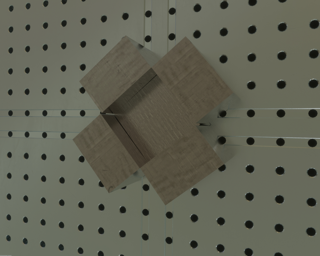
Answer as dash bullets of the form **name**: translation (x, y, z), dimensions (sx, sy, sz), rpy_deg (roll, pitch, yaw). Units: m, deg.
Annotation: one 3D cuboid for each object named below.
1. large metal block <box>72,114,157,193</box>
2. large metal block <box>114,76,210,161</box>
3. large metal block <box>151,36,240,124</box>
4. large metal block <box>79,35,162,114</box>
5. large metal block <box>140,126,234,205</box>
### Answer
- **large metal block**: translation (-0.051, 0.029, 0.402), dimensions (0.050, 0.080, 0.080), rpy_deg (-40, 78, 16)
- **large metal block**: translation (0.003, -0.011, 0.397), dimensions (0.080, 0.050, 0.080), rpy_deg (-40, 76, 17)
- **large metal block**: translation (0.046, -0.052, 0.368), dimensions (0.050, 0.080, 0.080), rpy_deg (-40, 78, 15)
- **large metal block**: translation (-0.040, -0.062, 0.398), dimensions (0.080, 0.080, 0.050), rpy_deg (-40, 77, 16)
- **large metal block**: translation (0.036, 0.041, 0.372), dimensions (0.080, 0.080, 0.050), rpy_deg (-39, 78, 16)
